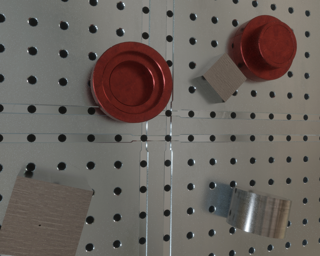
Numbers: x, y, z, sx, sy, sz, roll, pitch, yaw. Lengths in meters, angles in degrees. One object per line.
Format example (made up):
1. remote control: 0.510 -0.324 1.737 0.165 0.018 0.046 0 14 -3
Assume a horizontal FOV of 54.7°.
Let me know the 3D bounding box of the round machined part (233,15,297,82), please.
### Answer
1. round machined part: 0.163 -0.121 0.463 0.099 0.042 0.097 0 90 -20

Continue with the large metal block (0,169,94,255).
1. large metal block: -0.129 0.098 0.352 0.081 0.050 0.080 17 84 -19

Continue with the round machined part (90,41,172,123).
1. round machined part: -0.038 -0.055 0.389 0.099 0.042 0.097 0 90 -20

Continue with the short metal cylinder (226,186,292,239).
1. short metal cylinder: 0.138 0.116 0.434 0.081 0.080 0.050 14 86 -20

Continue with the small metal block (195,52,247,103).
1. small metal block: 0.087 -0.071 0.444 0.050 0.025 0.050 -46 105 -14
